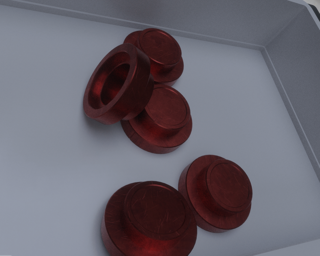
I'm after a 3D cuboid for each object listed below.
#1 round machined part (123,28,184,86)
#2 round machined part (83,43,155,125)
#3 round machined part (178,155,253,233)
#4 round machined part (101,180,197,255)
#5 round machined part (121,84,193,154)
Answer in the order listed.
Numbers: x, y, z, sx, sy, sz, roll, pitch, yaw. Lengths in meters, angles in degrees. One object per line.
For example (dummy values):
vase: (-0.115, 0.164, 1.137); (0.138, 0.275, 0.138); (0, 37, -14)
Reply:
round machined part: (-0.007, -0.108, 0.458); (0.099, 0.042, 0.098); (14, 56, -21)
round machined part: (-0.045, -0.048, 0.370); (0.042, 0.098, 0.098); (30, 48, -38)
round machined part: (0.076, 0.078, 0.390); (0.099, 0.042, 0.098); (14, 56, -21)
round machined part: (-0.007, 0.093, 0.317); (0.099, 0.042, 0.098); (14, 39, -11)
round machined part: (0.001, -0.019, 0.408); (0.099, 0.042, 0.098); (14, 56, -21)
